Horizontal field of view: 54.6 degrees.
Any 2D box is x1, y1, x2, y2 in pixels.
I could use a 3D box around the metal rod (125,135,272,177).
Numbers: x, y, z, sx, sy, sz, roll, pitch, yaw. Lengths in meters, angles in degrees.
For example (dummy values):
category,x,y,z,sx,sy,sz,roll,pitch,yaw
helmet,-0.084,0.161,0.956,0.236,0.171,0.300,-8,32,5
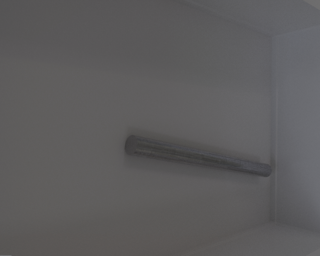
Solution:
category,x,y,z,sx,sy,sz,roll,pitch,yaw
metal rod,0.079,0.049,0.471,0.302,0.025,0.025,14,81,-39
